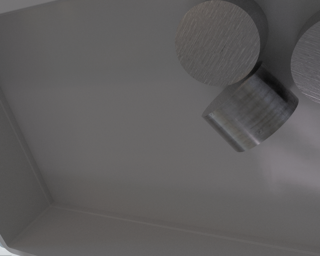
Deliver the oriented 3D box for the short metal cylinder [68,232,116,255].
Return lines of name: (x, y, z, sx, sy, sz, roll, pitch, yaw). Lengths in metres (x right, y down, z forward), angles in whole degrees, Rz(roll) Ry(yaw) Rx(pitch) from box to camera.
short metal cylinder: (-0.136, 0.259, 0.627, 0.080, 0.050, 0.079, 13, 124, 21)

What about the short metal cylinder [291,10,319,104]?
short metal cylinder: (0.159, -0.064, 0.269, 0.080, 0.050, 0.079, 13, 124, 21)

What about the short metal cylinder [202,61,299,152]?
short metal cylinder: (0.089, -0.021, 0.313, 0.050, 0.080, 0.080, 45, 129, -4)

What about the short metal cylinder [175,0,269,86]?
short metal cylinder: (0.062, -0.088, 0.306, 0.080, 0.050, 0.079, 13, 124, 21)
